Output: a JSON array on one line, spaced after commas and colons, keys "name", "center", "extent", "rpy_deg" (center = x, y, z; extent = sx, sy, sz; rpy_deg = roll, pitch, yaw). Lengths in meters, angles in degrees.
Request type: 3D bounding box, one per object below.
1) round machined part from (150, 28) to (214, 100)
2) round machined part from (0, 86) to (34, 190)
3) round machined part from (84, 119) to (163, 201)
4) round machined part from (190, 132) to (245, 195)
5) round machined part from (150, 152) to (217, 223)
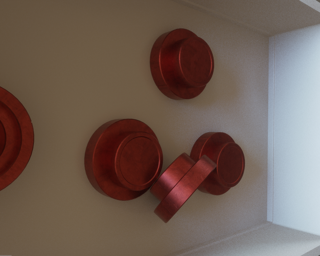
[{"name": "round machined part", "center": [0.037, -0.089, 0.429], "extent": [0.099, 0.042, 0.097], "rpy_deg": [0, 90, -40]}, {"name": "round machined part", "center": [-0.163, 0.009, 0.260], "extent": [0.099, 0.042, 0.097], "rpy_deg": [0, 90, -40]}, {"name": "round machined part", "center": [-0.035, 0.038, 0.368], "extent": [0.099, 0.042, 0.097], "rpy_deg": [0, 90, -40]}, {"name": "round machined part", "center": [0.094, 0.055, 0.477], "extent": [0.099, 0.042, 0.097], "rpy_deg": [0, 90, -40]}, {"name": "round machined part", "center": [0.025, 0.070, 0.395], "extent": [0.042, 0.097, 0.099], "rpy_deg": [41, 57, 12]}]
